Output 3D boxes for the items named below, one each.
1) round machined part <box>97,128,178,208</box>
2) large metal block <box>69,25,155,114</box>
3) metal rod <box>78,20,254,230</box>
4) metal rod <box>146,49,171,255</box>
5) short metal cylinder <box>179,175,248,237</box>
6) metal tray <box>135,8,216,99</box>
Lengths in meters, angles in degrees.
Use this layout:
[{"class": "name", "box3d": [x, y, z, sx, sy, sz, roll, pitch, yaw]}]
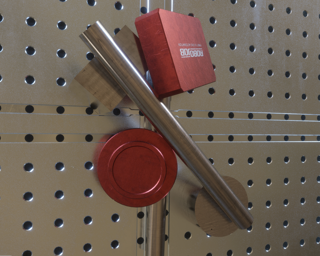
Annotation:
[{"class": "round machined part", "box3d": [-0.027, 0.049, 0.378, 0.099, 0.042, 0.097, 0, 90, -3]}, {"class": "large metal block", "box3d": [-0.058, -0.064, 0.363, 0.050, 0.080, 0.080, 43, 76, -15]}, {"class": "metal rod", "box3d": [0.021, 0.013, 0.346, 0.025, 0.025, 0.300, -45, 112, -14]}, {"class": "metal rod", "box3d": [-0.001, 0.020, 0.413, 0.025, 0.025, 0.298, 3, 89, -20]}, {"class": "short metal cylinder", "box3d": [0.073, 0.102, 0.428, 0.081, 0.050, 0.079, 0, 90, -21]}, {"class": "metal tray", "box3d": [0.026, -0.090, 0.378, 0.131, 0.030, 0.089, -27, 102, -61]}]
